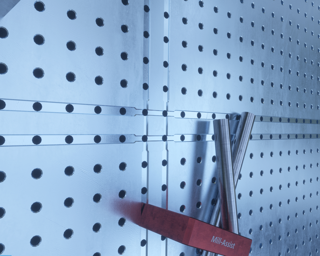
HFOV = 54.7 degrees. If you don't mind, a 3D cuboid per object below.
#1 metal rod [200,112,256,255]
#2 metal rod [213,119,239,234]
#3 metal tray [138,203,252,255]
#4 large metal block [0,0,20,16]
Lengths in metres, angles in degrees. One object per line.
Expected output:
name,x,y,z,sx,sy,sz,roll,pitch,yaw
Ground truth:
metal rod,0.105,0.112,0.500,0.025,0.025,0.299,32,70,-36
metal rod,0.105,0.135,0.468,0.025,0.025,0.298,1,82,-40
metal tray,0.048,0.138,0.409,0.131,0.090,0.030,30,71,-36
large metal block,-0.126,-0.155,0.269,0.050,0.080,0.080,38,67,-34
